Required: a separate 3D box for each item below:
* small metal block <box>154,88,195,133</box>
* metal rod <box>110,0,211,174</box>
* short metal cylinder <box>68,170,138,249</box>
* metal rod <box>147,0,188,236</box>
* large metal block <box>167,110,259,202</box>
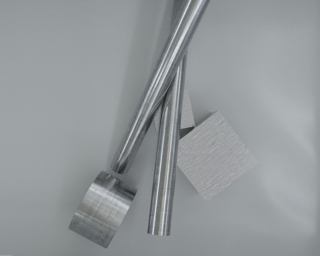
[{"bbox_3d":[0.016,-0.022,0.412,0.050,0.025,0.050,-11,90,-1],"label":"small metal block"},{"bbox_3d":[0.007,-0.068,0.350,0.025,0.025,0.298,26,115,-1],"label":"metal rod"},{"bbox_3d":[-0.069,0.100,0.383,0.050,0.080,0.080,28,90,-1],"label":"short metal cylinder"},{"bbox_3d":[0.015,-0.028,0.375,0.025,0.025,0.299,7,75,-1],"label":"metal rod"},{"bbox_3d":[0.063,0.034,0.400,0.080,0.050,0.080,-37,91,0],"label":"large metal block"}]
